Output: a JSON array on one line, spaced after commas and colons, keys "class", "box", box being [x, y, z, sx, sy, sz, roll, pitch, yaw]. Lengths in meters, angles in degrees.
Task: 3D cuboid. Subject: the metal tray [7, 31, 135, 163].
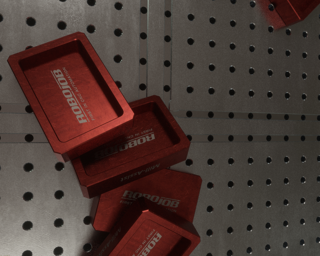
[{"class": "metal tray", "box": [-0.098, -0.038, 0.345, 0.091, 0.030, 0.130, -27, 73, -19]}]

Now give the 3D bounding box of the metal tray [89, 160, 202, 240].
[{"class": "metal tray", "box": [-0.016, 0.093, 0.405, 0.131, 0.030, 0.090, 15, 85, -20]}]

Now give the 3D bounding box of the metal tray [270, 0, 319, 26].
[{"class": "metal tray", "box": [0.230, -0.240, 0.496, 0.130, 0.030, 0.090, -45, 104, -15]}]

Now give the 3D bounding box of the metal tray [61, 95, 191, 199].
[{"class": "metal tray", "box": [-0.042, 0.017, 0.368, 0.131, 0.030, 0.090, -19, 56, -19]}]

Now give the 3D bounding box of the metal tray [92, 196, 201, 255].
[{"class": "metal tray", "box": [-0.025, 0.157, 0.376, 0.090, 0.030, 0.130, 35, 97, -23]}]
